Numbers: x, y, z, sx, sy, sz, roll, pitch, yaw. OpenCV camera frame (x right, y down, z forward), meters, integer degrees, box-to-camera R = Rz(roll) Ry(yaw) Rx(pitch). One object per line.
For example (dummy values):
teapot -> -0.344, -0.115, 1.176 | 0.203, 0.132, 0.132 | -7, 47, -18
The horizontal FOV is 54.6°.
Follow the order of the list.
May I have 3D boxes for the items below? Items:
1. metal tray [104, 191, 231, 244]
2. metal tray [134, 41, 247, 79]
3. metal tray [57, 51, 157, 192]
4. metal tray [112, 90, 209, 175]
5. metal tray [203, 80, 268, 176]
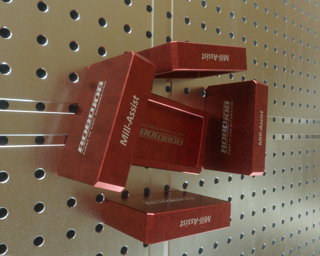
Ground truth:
metal tray -> 0.011, 0.102, 0.376 | 0.131, 0.090, 0.030 | 5, 87, -39
metal tray -> 0.036, -0.083, 0.395 | 0.131, 0.090, 0.030 | -8, 96, -39
metal tray -> -0.057, -0.007, 0.318 | 0.030, 0.090, 0.130 | 23, 75, -37
metal tray -> 0.006, 0.009, 0.409 | 0.131, 0.030, 0.090 | 14, 81, -39
metal tray -> 0.108, 0.000, 0.456 | 0.030, 0.090, 0.129 | 6, 86, -40
